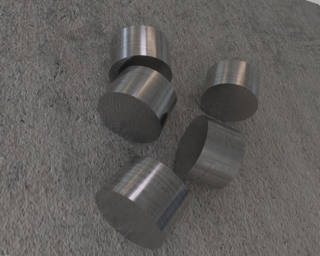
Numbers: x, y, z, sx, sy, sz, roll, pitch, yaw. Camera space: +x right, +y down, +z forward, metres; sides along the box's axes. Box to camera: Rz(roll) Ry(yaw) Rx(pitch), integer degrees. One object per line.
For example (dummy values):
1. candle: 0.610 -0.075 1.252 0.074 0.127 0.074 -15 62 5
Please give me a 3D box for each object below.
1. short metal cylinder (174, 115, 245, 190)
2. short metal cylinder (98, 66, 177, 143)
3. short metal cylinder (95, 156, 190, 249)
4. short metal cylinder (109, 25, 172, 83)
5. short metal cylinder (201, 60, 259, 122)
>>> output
1. short metal cylinder: 0.059 0.030 0.382 0.050 0.080 0.080 23 53 -15
2. short metal cylinder: -0.026 -0.027 0.371 0.080 0.080 0.050 33 51 -7
3. short metal cylinder: -0.018 0.075 0.313 0.080 0.080 0.050 43 51 1
4. short metal cylinder: -0.026 -0.086 0.407 0.081 0.080 0.050 11 57 -23
5. short metal cylinder: 0.104 -0.053 0.457 0.080 0.080 0.050 26 53 -12
